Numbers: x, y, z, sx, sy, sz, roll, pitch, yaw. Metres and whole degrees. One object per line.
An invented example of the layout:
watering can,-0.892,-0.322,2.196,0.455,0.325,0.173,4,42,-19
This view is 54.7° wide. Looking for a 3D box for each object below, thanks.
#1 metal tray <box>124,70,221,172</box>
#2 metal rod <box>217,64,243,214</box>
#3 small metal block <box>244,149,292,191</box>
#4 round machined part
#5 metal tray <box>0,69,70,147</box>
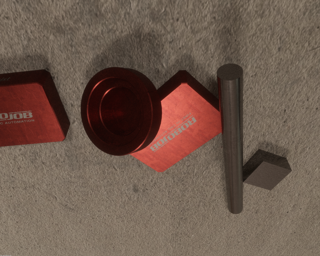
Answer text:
metal tray,0.014,-0.003,0.402,0.090,0.030,0.130,37,121,-27
metal rod,0.098,0.040,0.412,0.025,0.025,0.299,-9,139,7
small metal block,0.157,0.063,0.464,0.050,0.025,0.050,18,128,-16
round machined part,-0.040,-0.020,0.357,0.098,0.042,0.097,4,98,29
metal tray,-0.190,-0.020,0.384,0.131,0.030,0.089,-5,130,4
